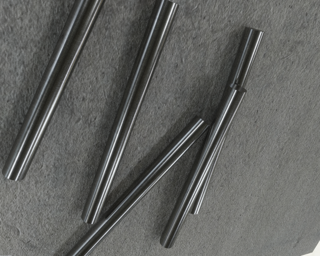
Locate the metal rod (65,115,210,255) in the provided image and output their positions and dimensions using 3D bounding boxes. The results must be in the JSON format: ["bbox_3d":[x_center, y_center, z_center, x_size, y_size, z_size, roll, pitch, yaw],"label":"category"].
[{"bbox_3d":[-0.041,0.100,0.445,0.300,0.025,0.025,-47,129,5],"label":"metal rod"}]

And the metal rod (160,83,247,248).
[{"bbox_3d":[0.056,0.073,0.467,0.025,0.025,0.298,2,122,-30],"label":"metal rod"}]

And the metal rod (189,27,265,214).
[{"bbox_3d":[0.088,0.005,0.457,0.025,0.025,0.298,0,119,-28],"label":"metal rod"}]

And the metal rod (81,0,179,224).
[{"bbox_3d":[-0.044,-0.005,0.379,0.025,0.025,0.298,9,114,-32],"label":"metal rod"}]

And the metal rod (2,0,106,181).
[{"bbox_3d":[-0.093,-0.074,0.309,0.025,0.025,0.298,19,109,-36],"label":"metal rod"}]
